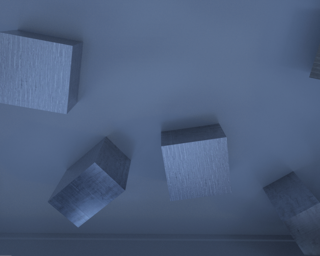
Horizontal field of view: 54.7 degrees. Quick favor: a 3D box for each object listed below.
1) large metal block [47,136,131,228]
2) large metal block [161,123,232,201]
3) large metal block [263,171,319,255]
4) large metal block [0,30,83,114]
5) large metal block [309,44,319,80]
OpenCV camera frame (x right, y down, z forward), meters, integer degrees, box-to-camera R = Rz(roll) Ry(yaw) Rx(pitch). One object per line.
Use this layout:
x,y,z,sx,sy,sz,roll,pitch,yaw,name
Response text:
-0.088,0.067,0.406,0.080,0.080,0.050,-39,106,13,large metal block
0.047,0.045,0.415,0.080,0.050,0.079,-8,110,3,large metal block
0.195,0.120,0.428,0.050,0.080,0.080,-33,107,11,large metal block
-0.142,-0.068,0.371,0.081,0.050,0.079,10,110,-4,large metal block
0.227,-0.088,0.347,0.080,0.050,0.079,22,114,31,large metal block
